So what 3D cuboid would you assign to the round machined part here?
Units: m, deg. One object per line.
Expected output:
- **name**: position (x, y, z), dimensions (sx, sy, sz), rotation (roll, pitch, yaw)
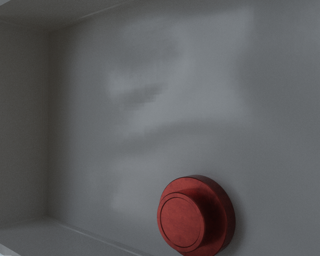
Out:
- **round machined part**: position (0.035, 0.107, 0.368), dimensions (0.098, 0.042, 0.097), rotation (0, 90, 40)
